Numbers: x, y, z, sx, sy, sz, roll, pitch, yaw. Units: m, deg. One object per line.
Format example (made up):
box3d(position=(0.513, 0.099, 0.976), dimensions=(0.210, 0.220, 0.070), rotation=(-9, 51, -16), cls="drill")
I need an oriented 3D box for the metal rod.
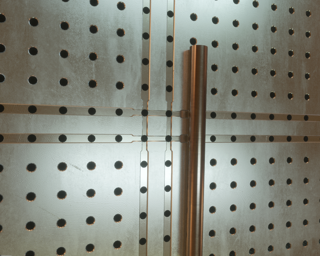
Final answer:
box3d(position=(0.050, 0.037, 0.430), dimensions=(0.025, 0.025, 0.298), rotation=(2, 90, -20), cls="metal rod")
